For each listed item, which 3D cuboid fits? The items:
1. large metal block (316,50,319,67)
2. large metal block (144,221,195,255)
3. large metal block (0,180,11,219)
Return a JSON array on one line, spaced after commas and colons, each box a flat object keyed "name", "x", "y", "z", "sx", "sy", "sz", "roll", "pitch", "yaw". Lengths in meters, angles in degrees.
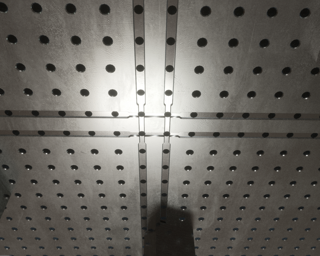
[{"name": "large metal block", "x": 0.222, "y": -0.094, "z": 0.319, "sx": 0.080, "sy": 0.050, "sz": 0.079, "roll": -3, "pitch": 130, "yaw": 2}, {"name": "large metal block", "x": 0.017, "y": 0.229, "z": 0.571, "sx": 0.080, "sy": 0.080, "sz": 0.050, "roll": 21, "pitch": 127, "yaw": -17}, {"name": "large metal block", "x": -0.295, "y": 0.103, "z": 0.478, "sx": 0.080, "sy": 0.050, "sz": 0.080, "roll": -6, "pitch": 130, "yaw": 5}]
